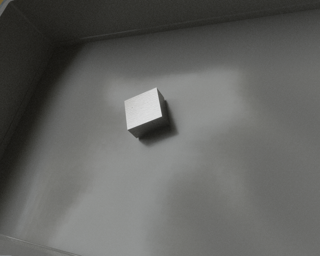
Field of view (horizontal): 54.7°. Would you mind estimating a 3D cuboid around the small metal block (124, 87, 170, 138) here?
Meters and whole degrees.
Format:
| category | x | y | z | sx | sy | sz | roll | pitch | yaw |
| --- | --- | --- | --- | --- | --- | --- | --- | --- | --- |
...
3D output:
| category | x | y | z | sx | sy | sz | roll | pitch | yaw |
| --- | --- | --- | --- | --- | --- | --- | --- | --- | --- |
| small metal block | -0.018 | -0.020 | 0.422 | 0.050 | 0.025 | 0.050 | -21 | 54 | 15 |
